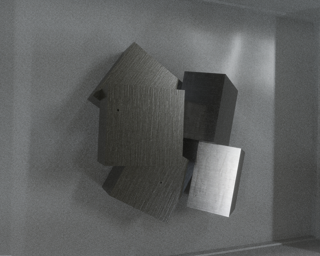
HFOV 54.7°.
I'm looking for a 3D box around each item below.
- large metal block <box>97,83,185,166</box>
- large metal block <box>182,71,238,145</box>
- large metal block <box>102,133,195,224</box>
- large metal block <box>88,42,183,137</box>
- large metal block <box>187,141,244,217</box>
[{"bbox_3d":[-0.022,-0.001,0.334,0.081,0.050,0.080,3,88,-19],"label":"large metal block"},{"bbox_3d":[0.061,-0.021,0.397,0.080,0.050,0.080,19,81,-65],"label":"large metal block"},{"bbox_3d":[-0.014,0.060,0.389,0.080,0.050,0.080,31,80,-18],"label":"large metal block"},{"bbox_3d":[-0.030,-0.045,0.386,0.080,0.050,0.080,38,78,-17],"label":"large metal block"},{"bbox_3d":[0.076,0.064,0.402,0.050,0.080,0.080,10,86,19],"label":"large metal block"}]
